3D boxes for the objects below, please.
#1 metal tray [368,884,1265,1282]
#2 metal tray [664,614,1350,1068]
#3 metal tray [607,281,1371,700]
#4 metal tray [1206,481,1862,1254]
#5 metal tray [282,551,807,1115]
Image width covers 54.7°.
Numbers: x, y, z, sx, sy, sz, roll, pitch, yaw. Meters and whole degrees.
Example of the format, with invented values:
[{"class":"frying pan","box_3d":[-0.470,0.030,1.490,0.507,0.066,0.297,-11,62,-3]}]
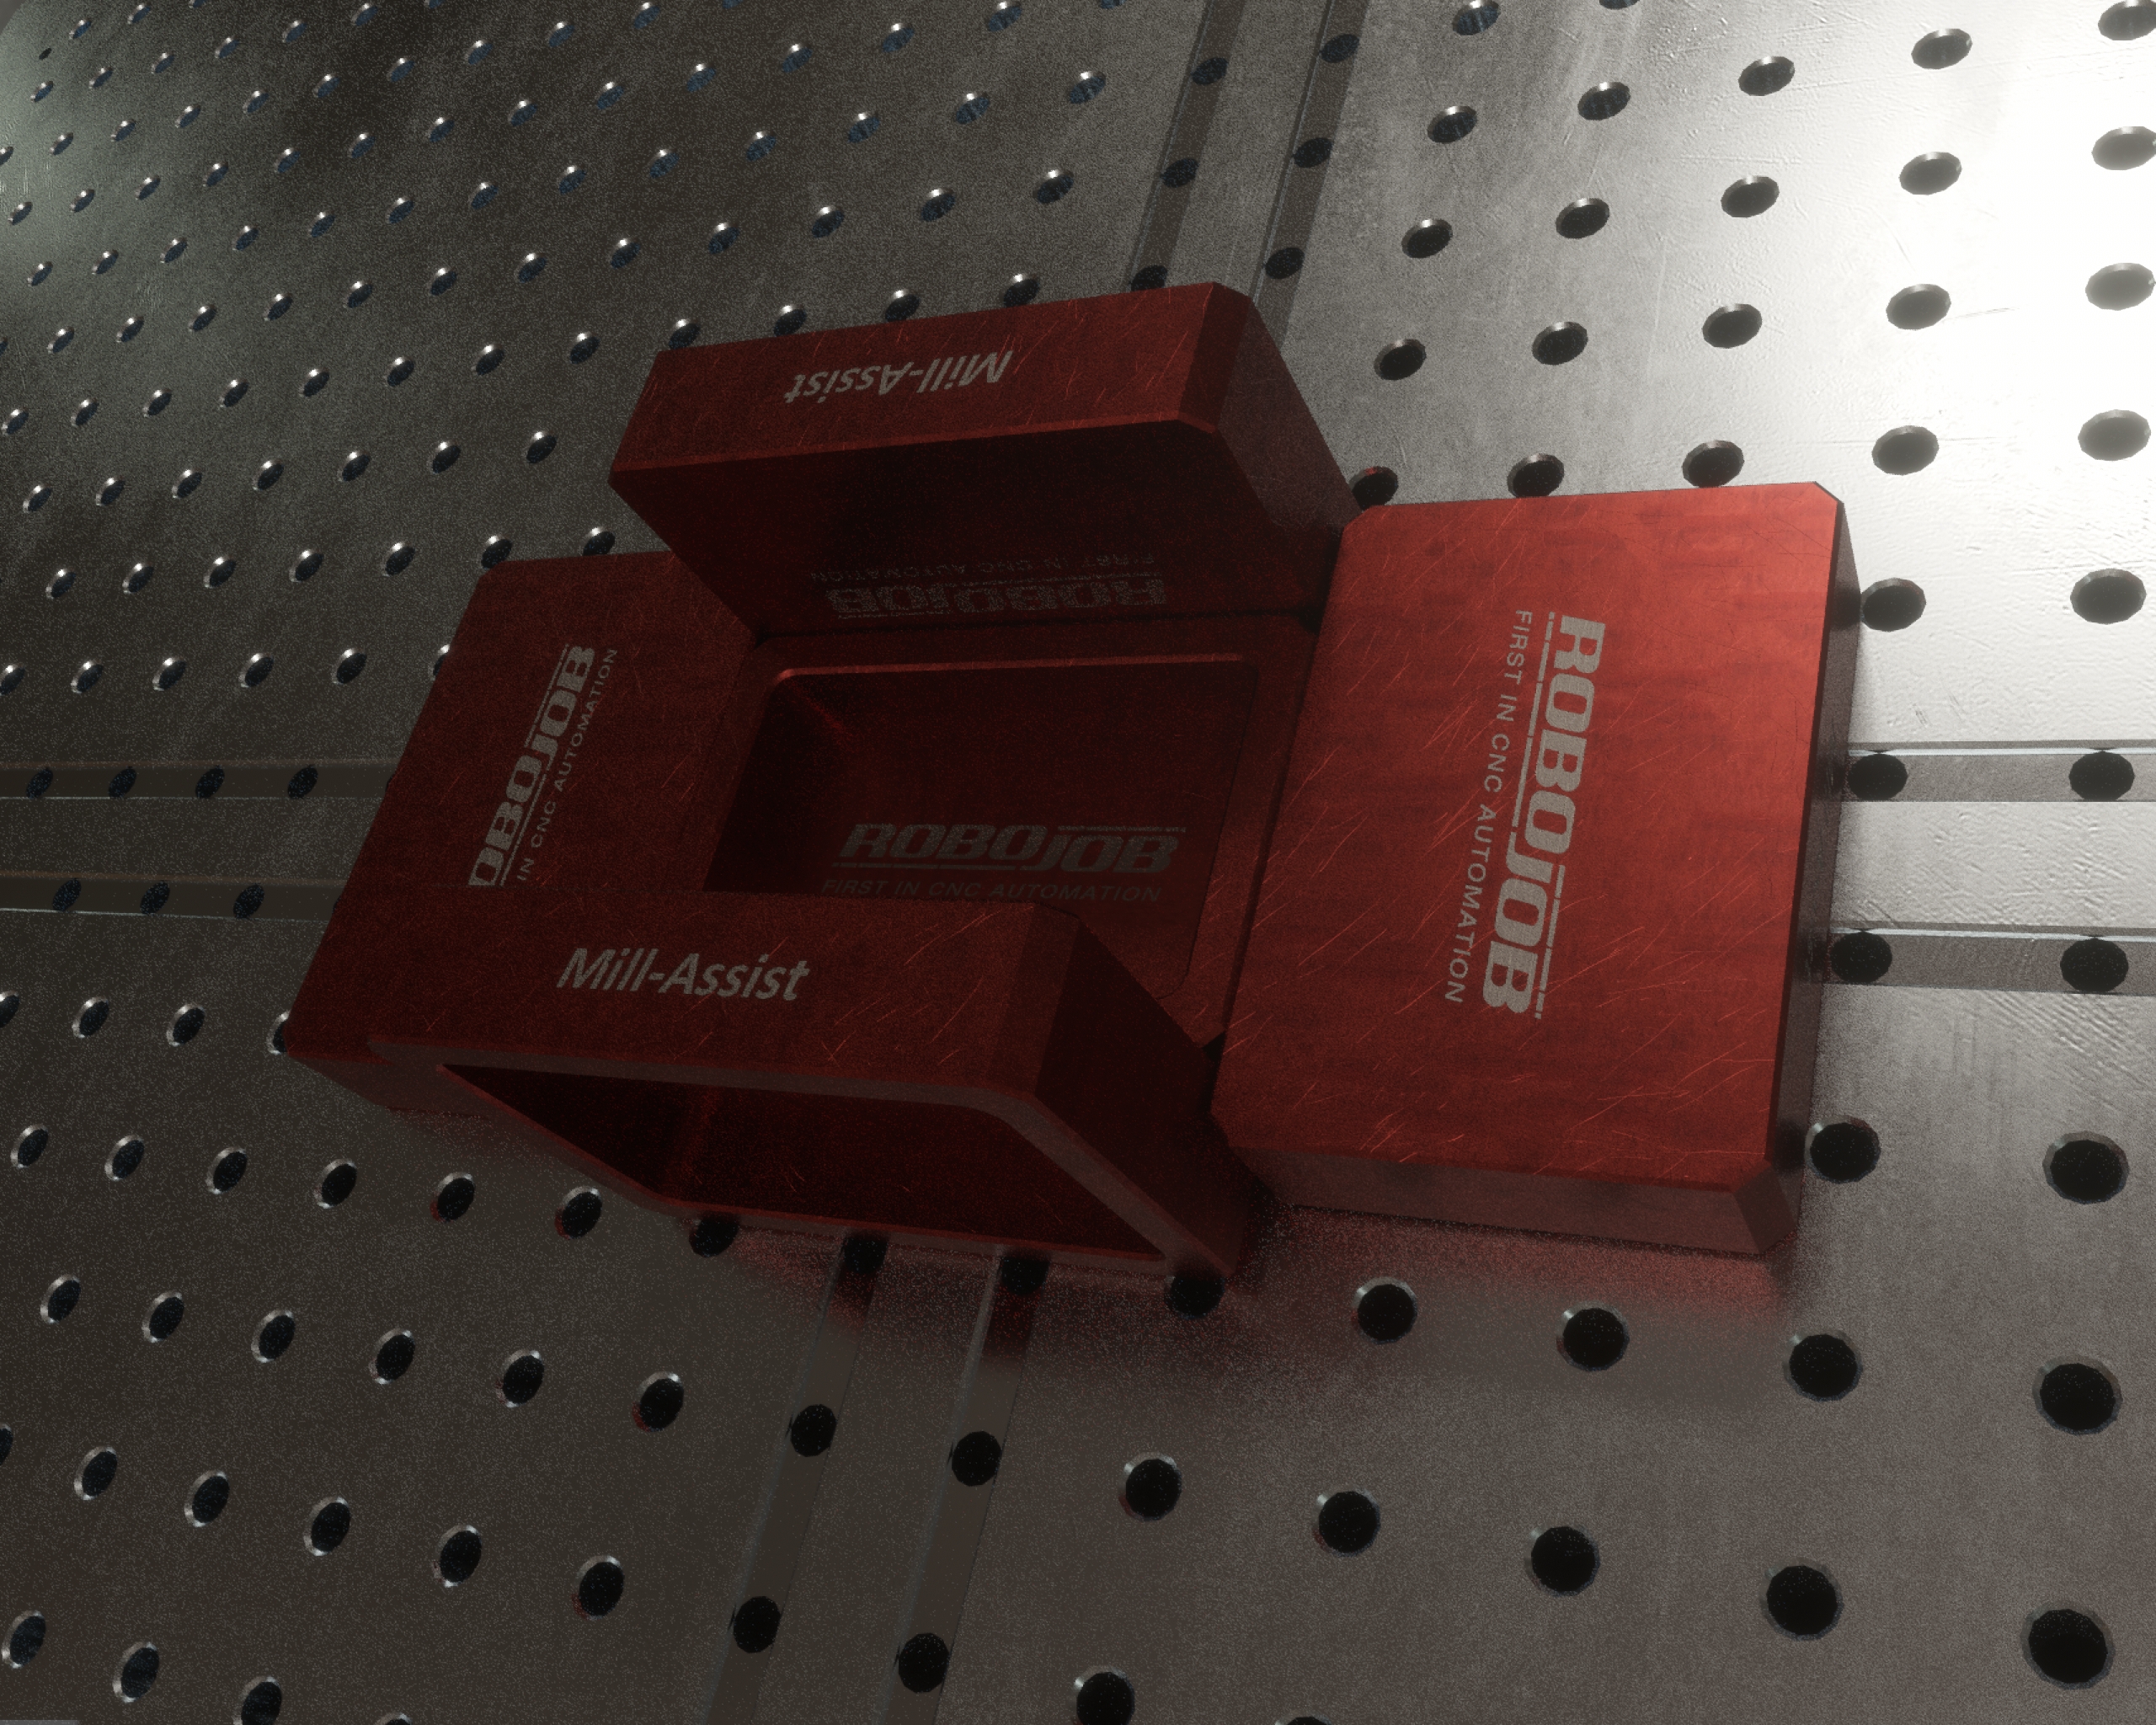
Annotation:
[{"class":"metal tray","box_3d":[-0.044,0.038,0.363,0.130,0.090,0.030,1,63,28]},{"class":"metal tray","box_3d":[-0.017,-0.001,0.410,0.130,0.030,0.090,1,62,28]},{"class":"metal tray","box_3d":[-0.014,-0.067,0.414,0.130,0.090,0.030,1,63,28]},{"class":"metal tray","box_3d":[0.081,-0.003,0.361,0.090,0.030,0.130,2,62,27]},{"class":"metal tray","box_3d":[-0.113,-0.008,0.467,0.090,0.030,0.130,1,62,28]}]
